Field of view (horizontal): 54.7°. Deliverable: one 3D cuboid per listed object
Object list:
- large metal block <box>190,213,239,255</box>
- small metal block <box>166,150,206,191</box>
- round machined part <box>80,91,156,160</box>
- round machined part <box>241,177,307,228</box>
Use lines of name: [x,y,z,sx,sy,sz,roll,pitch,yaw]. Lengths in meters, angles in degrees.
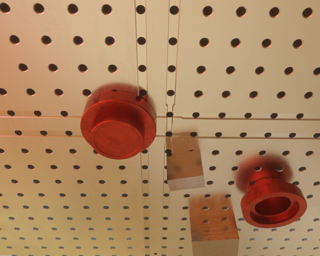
large metal block: [0.099,0.204,0.570,0.080,0.050,0.080,-5,130,4]
small metal block: [0.037,0.061,0.447,0.050,0.050,0.025,-9,130,7]
round machined part: [-0.054,0.003,0.403,0.099,0.042,0.097,0,130,0]
round machined part: [0.180,0.118,0.502,0.099,0.042,0.097,0,130,0]
